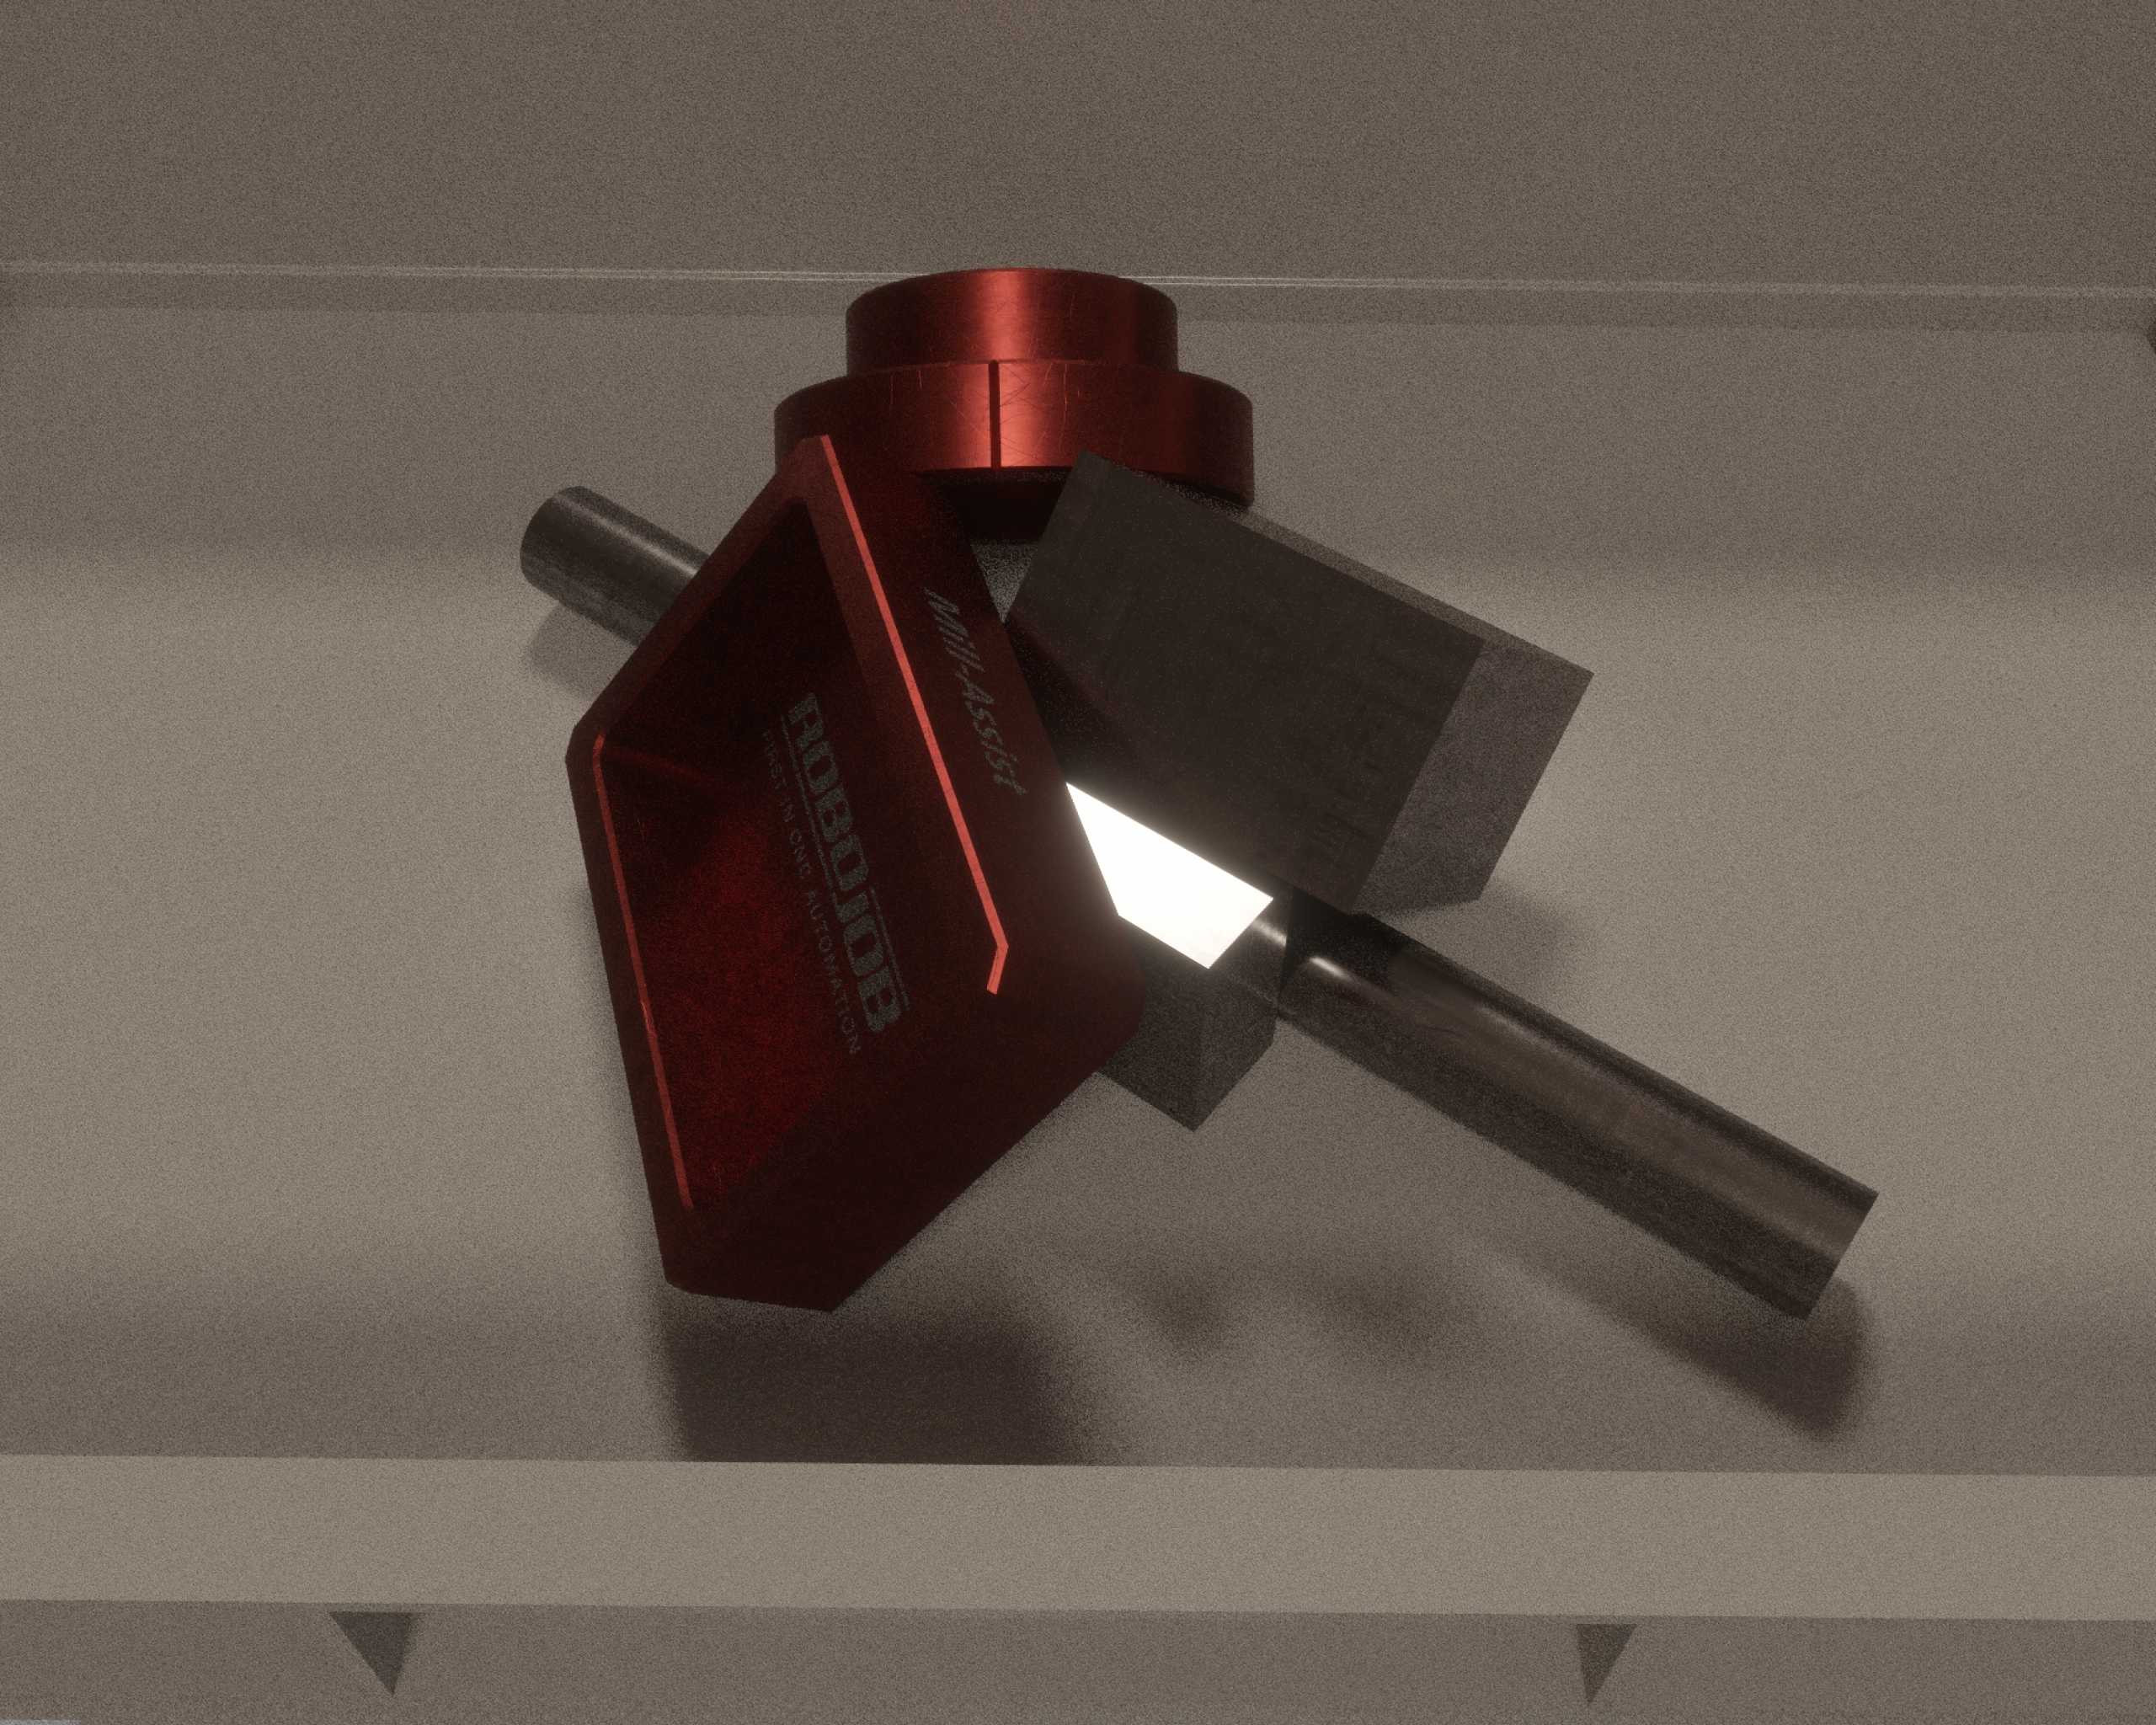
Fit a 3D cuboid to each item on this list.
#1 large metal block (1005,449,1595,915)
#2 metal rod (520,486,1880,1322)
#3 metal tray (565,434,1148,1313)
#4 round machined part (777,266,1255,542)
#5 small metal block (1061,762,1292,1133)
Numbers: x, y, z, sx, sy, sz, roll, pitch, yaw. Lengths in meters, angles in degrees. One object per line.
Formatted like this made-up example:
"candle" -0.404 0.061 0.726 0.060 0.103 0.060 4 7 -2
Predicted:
"large metal block" 0.040 -0.032 0.389 0.080 0.050 0.080 30 13 22
"metal rod" 0.007 -0.003 0.405 0.300 0.025 0.025 30 56 22
"metal tray" -0.045 0.000 0.363 0.030 0.090 0.130 19 37 -40
"round machined part" -0.013 -0.094 0.432 0.099 0.098 0.042 -1 91 -2
"small metal block" 0.009 0.014 0.375 0.050 0.050 0.025 31 57 23
